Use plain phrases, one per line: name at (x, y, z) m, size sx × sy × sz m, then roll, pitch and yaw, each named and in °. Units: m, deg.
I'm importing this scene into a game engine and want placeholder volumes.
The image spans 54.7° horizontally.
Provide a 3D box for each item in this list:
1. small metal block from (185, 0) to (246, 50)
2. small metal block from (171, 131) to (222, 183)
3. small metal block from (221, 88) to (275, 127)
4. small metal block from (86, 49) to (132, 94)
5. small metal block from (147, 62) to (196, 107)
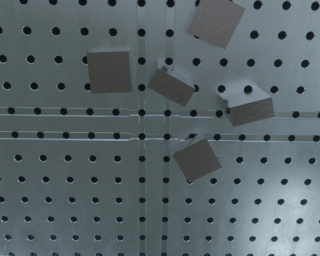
small metal block at (0.064, -0.128, 0.367) m, size 0.050 × 0.025 × 0.050 m, roll 22°, pitch 108°, yaw -9°
small metal block at (0.050, 0.040, 0.429) m, size 0.050 × 0.025 × 0.050 m, roll -28°, pitch 108°, yaw 9°
small metal block at (0.110, -0.027, 0.392) m, size 0.050 × 0.050 × 0.025 m, roll -14°, pitch 110°, yaw 5°
small metal block at (-0.061, -0.071, 0.386) m, size 0.050 × 0.025 × 0.050 m, roll -2°, pitch 110°, yaw 0°
small metal block at (0.013, -0.055, 0.380) m, size 0.050 × 0.050 × 0.025 m, roll 28°, pitch 108°, yaw -10°
